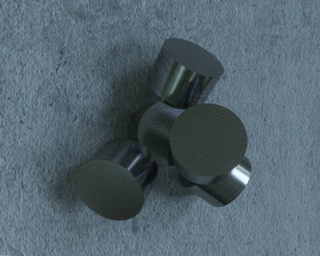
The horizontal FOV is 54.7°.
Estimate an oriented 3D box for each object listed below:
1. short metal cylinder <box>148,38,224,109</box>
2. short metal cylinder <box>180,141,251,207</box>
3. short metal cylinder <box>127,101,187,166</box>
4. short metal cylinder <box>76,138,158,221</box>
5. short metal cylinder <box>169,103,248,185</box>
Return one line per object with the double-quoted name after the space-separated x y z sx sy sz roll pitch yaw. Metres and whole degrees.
0.031 -0.068 0.386 0.081 0.080 0.050 14 129 -20 "short metal cylinder"
0.071 0.056 0.407 0.050 0.080 0.080 37 78 -17 "short metal cylinder"
0.003 0.006 0.398 0.081 0.050 0.080 0 90 -21 "short metal cylinder"
-0.048 0.058 0.357 0.080 0.050 0.079 7 117 15 "short metal cylinder"
0.052 0.019 0.345 0.080 0.050 0.080 -1 70 3 "short metal cylinder"
